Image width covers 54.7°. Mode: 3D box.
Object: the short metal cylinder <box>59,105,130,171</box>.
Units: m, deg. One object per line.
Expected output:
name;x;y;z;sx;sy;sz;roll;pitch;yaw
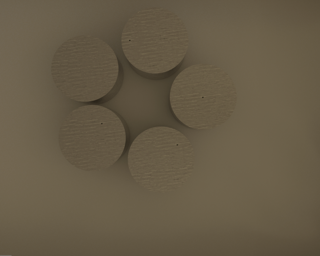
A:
short metal cylinder;-0.081;0.012;0.396;0.081;0.050;0.080;0;90;0

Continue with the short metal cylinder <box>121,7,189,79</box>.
short metal cylinder;-0.006;-0.105;0.397;0.081;0.050;0.080;0;90;0

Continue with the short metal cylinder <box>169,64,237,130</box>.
short metal cylinder;0.052;-0.038;0.397;0.081;0.050;0.080;0;90;0

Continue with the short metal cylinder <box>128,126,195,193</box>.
short metal cylinder;0.002;0.038;0.397;0.081;0.050;0.080;0;90;0

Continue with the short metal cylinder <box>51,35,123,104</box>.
short metal cylinder;-0.090;-0.071;0.396;0.081;0.050;0.080;0;90;0
